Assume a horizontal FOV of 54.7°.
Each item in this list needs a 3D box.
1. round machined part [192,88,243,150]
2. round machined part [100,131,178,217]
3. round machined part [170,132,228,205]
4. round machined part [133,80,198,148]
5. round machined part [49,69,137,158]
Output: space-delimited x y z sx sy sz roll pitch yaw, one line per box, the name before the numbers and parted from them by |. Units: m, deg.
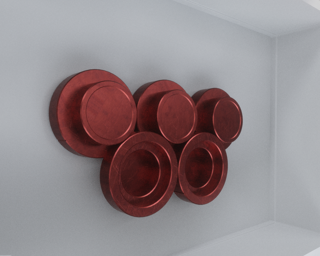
round machined part | 0.087 -0.012 0.465 0.099 0.042 0.097 1 89 -39
round machined part | -0.028 0.052 0.369 0.099 0.042 0.097 0 90 -40
round machined part | 0.047 0.054 0.433 0.099 0.042 0.097 0 90 -40
round machined part | 0.010 -0.014 0.401 0.099 0.042 0.097 1 89 -39
round machined part | -0.065 -0.015 0.338 0.099 0.042 0.097 1 89 -41
